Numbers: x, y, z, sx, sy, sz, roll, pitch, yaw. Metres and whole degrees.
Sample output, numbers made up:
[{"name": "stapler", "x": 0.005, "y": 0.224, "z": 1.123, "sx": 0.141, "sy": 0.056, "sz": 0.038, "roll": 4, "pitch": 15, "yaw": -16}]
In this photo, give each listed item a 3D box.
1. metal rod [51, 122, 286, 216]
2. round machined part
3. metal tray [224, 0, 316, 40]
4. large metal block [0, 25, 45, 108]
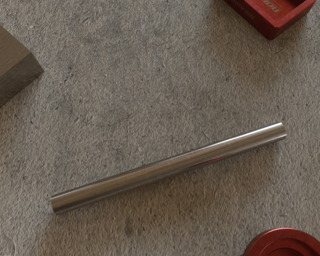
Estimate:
[{"name": "metal rod", "x": 0.017, "y": 0.048, "z": 0.390, "sx": 0.302, "sy": 0.025, "sz": 0.025, "roll": -17, "pitch": 71, "yaw": -7}, {"name": "round machined part", "x": 0.138, "y": 0.162, "z": 0.342, "sx": 0.099, "sy": 0.042, "sz": 0.098, "roll": 0, "pitch": 70, "yaw": -1}, {"name": "metal tray", "x": 0.161, "y": -0.209, "z": 0.483, "sx": 0.090, "sy": 0.030, "sz": 0.130, "roll": -38, "pitch": 75, "yaw": -13}, {"name": "large metal block", "x": -0.224, "y": -0.088, "z": 0.424, "sx": 0.080, "sy": 0.050, "sz": 0.080, "roll": 40, "pitch": 75, "yaw": 13}]
